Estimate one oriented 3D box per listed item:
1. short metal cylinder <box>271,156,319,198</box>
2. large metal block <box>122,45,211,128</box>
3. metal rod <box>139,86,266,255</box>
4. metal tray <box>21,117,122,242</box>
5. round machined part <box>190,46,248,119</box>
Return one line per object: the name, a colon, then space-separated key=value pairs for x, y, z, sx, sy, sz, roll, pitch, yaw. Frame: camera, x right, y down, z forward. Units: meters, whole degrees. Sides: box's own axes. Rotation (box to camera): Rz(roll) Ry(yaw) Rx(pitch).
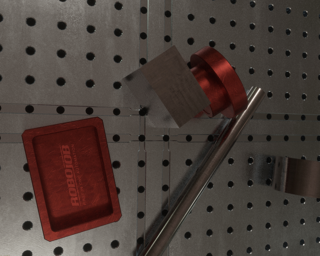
short metal cylinder: x=0.211 y=0.072 z=0.464 sx=0.081 sy=0.080 sz=0.050 roll=9 pitch=87 yaw=-20
large metal block: x=0.005 y=-0.047 z=0.386 sx=0.050 sy=0.080 sz=0.080 roll=-38 pitch=103 yaw=-16
metal rod: x=0.063 y=0.064 z=0.437 sx=0.025 sy=0.025 sz=0.300 roll=39 pitch=77 yaw=-16
metal tray: x=-0.104 y=0.057 z=0.372 sx=0.091 sy=0.030 sz=0.129 roll=-12 pitch=94 yaw=-20
round machined part: x=0.066 y=-0.052 z=0.401 sx=0.042 sy=0.098 sz=0.098 roll=-33 pitch=102 yaw=-3
